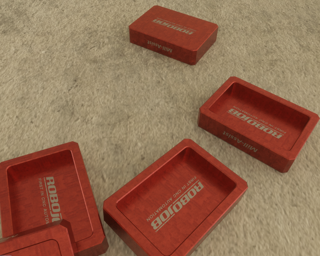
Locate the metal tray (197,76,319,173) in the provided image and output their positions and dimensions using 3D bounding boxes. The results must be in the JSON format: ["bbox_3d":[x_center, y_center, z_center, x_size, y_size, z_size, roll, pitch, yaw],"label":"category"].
[{"bbox_3d":[0.127,-0.010,0.409,0.130,0.030,0.090,31,56,23],"label":"metal tray"}]

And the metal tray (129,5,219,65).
[{"bbox_3d":[0.023,-0.164,0.539,0.130,0.030,0.090,25,54,19],"label":"metal tray"}]

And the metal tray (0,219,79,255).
[{"bbox_3d":[-0.130,0.139,0.252,0.131,0.030,0.090,-15,86,-13],"label":"metal tray"}]

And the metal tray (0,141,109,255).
[{"bbox_3d":[-0.116,0.082,0.329,0.091,0.030,0.130,-17,52,-14],"label":"metal tray"}]

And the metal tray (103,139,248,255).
[{"bbox_3d":[0.018,0.076,0.325,0.090,0.030,0.131,39,54,24],"label":"metal tray"}]
